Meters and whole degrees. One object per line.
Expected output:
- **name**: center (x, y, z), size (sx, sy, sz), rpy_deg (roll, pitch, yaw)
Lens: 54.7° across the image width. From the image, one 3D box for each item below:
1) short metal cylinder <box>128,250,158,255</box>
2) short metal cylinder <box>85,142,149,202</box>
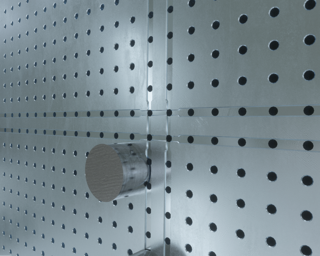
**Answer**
- **short metal cylinder**: center (-0.031, 0.214, 0.419), size (0.080, 0.050, 0.079), rpy_deg (0, 90, 40)
- **short metal cylinder**: center (-0.062, 0.061, 0.444), size (0.080, 0.050, 0.079), rpy_deg (0, 90, 40)
